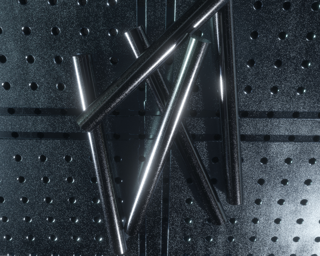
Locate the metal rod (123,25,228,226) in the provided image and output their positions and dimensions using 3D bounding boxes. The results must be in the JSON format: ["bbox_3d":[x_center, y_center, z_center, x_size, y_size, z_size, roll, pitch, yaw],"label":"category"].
[{"bbox_3d":[0.028,0.010,0.417,0.025,0.025,0.299,-23,109,8],"label":"metal rod"}]

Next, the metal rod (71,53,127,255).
[{"bbox_3d":[-0.080,0.049,0.430,0.025,0.025,0.298,-6,110,2],"label":"metal rod"}]

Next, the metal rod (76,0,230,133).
[{"bbox_3d":[0.015,-0.101,0.348,0.300,0.025,0.025,-42,105,13],"label":"metal rod"}]

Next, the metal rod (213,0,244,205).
[{"bbox_3d":[0.089,-0.033,0.402,0.025,0.025,0.298,-8,110,2],"label":"metal rod"}]

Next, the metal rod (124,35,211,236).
[{"bbox_3d":[0.000,0.029,0.402,0.025,0.025,0.298,16,117,-6],"label":"metal rod"}]
